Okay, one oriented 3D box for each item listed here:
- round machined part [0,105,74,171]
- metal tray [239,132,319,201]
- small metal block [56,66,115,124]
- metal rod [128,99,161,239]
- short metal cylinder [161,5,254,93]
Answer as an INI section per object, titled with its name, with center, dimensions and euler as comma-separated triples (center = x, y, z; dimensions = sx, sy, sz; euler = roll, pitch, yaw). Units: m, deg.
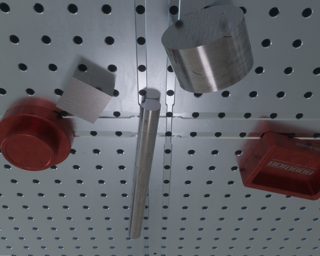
[round machined part]
center = -0.170, 0.021, 0.416
dimensions = 0.099, 0.042, 0.097
euler = 0, 130, 0
[metal tray]
center = 0.198, 0.060, 0.461
dimensions = 0.131, 0.030, 0.089
euler = 13, 129, -11
[small metal block]
center = -0.091, -0.039, 0.378
dimensions = 0.050, 0.025, 0.050
euler = 27, 125, -21
[metal rod]
center = -0.029, 0.083, 0.482
dimensions = 0.025, 0.025, 0.298
euler = 5, 130, -5
[short metal cylinder]
center = 0.048, -0.079, 0.309
dimensions = 0.080, 0.080, 0.050
euler = -16, 128, 13
